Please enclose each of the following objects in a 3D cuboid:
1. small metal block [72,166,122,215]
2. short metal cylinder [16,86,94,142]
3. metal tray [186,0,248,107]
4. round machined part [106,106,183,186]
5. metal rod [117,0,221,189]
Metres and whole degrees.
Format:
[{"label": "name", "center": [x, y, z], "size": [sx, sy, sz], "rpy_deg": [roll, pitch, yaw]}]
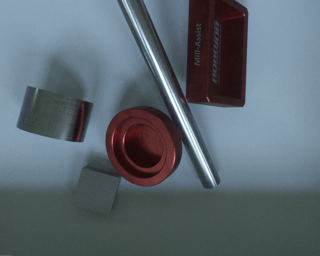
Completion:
[{"label": "small metal block", "center": [-0.083, 0.082, 0.410], "size": [0.050, 0.025, 0.050], "rpy_deg": [15, 90, -1]}, {"label": "short metal cylinder", "center": [-0.128, -0.017, 0.382], "size": [0.080, 0.080, 0.050], "rpy_deg": [15, 90, -1]}, {"label": "metal tray", "center": [0.073, -0.093, 0.381], "size": [0.030, 0.091, 0.129], "rpy_deg": [2, 90, 42]}, {"label": "round machined part", "center": [-0.016, 0.020, 0.389], "size": [0.098, 0.042, 0.097], "rpy_deg": [7, 106, 27]}, {"label": "metal rod", "center": [0.008, -0.051, 0.357], "size": [0.025, 0.025, 0.299], "rpy_deg": [-26, 113, 0]}]
